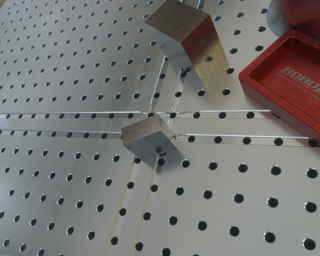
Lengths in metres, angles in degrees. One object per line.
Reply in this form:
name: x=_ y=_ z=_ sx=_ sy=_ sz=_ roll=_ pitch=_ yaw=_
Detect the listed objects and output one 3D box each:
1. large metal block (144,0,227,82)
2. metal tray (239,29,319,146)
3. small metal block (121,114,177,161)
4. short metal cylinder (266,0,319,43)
large metal block: x=0.036 y=-0.122 z=0.429 sx=0.050 sy=0.080 sz=0.080 roll=-45 pitch=51 yaw=-3
metal tray: x=0.166 y=-0.049 z=0.347 sx=0.090 sy=0.030 sz=0.130 roll=-42 pitch=51 yaw=-1
small metal block: x=-0.013 y=0.014 z=0.391 sx=0.050 sy=0.050 sz=0.025 roll=-22 pitch=54 yaw=15
short metal cylinder: x=0.175 y=-0.147 z=0.371 sx=0.080 sy=0.080 sz=0.050 roll=12 pitch=67 yaw=33
